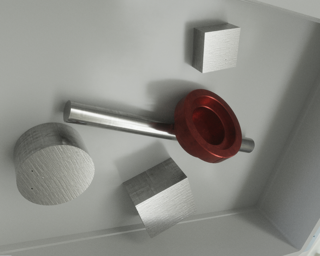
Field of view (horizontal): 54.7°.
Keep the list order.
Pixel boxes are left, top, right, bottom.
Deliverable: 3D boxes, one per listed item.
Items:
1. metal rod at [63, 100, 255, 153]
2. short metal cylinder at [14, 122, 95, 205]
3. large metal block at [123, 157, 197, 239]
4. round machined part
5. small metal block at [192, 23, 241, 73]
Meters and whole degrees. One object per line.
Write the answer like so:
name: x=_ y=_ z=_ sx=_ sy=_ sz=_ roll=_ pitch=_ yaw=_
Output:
metal rod: x=0.021 y=0.005 z=0.425 sx=0.302 sy=0.025 sz=0.025 roll=11 pitch=113 yaw=-33
short metal cylinder: x=-0.121 y=0.040 z=0.352 sx=0.081 sy=0.050 sz=0.079 roll=-14 pitch=125 yaw=-21
large metal block: x=0.002 y=0.103 z=0.459 sx=0.080 sy=0.050 sz=0.080 roll=-27 pitch=128 yaw=-12
round machined part: x=0.058 y=0.001 z=0.408 sx=0.099 sy=0.098 sz=0.042 roll=11 pitch=148 yaw=-33
small metal block: x=0.069 y=-0.100 z=0.387 sx=0.050 sy=0.025 sz=0.050 roll=-15 pitch=125 yaw=-21
